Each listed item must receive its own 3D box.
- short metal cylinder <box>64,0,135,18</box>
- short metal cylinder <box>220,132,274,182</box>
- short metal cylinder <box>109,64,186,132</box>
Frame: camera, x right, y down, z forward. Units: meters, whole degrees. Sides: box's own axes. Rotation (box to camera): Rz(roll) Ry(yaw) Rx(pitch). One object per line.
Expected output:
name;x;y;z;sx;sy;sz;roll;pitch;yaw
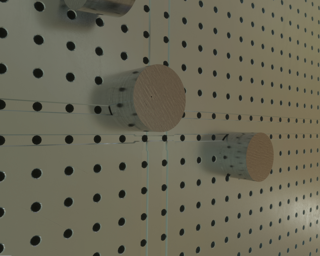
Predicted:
short metal cylinder;-0.063;-0.160;0.321;0.050;0.080;0.079;-6;94;-40
short metal cylinder;0.146;0.047;0.519;0.081;0.050;0.079;0;91;-40
short metal cylinder;-0.015;-0.035;0.382;0.081;0.050;0.079;0;90;-40
